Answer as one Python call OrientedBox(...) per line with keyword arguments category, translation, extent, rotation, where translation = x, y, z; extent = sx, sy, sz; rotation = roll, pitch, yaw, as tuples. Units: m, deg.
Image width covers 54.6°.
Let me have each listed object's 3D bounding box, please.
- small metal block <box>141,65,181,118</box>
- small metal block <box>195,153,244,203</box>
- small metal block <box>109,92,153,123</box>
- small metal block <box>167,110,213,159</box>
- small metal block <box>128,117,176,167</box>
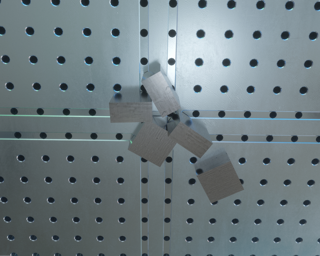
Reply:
OrientedBox(category="small metal block", translation=(0.002, -0.047, 0.383), extent=(0.025, 0.050, 0.050), rotation=(-28, 108, 10))
OrientedBox(category="small metal block", translation=(0.084, 0.071, 0.440), extent=(0.050, 0.025, 0.050), rotation=(-25, 108, 9))
OrientedBox(category="small metal block", translation=(-0.034, -0.027, 0.390), extent=(0.050, 0.050, 0.025), rotation=(-1, 110, 0))
OrientedBox(category="small metal block", translation=(0.037, 0.006, 0.403), extent=(0.050, 0.050, 0.025), rotation=(34, 106, -12))
OrientedBox(category="small metal block", translation=(-0.008, 0.017, 0.419), extent=(0.050, 0.025, 0.050), rotation=(30, 107, -11))
